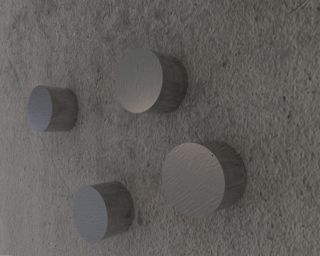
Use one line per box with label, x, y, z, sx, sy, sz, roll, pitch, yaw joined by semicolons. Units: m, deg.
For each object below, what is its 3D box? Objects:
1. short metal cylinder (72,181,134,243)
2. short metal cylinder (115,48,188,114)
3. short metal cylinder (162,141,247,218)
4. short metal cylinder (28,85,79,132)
short metal cylinder;-0.084;0.122;0.459;0.080;0.050;0.080;0;90;40
short metal cylinder;-0.011;-0.058;0.398;0.080;0.050;0.080;0;90;40
short metal cylinder;0.049;0.055;0.348;0.080;0.050;0.080;0;90;40
short metal cylinder;-0.189;-0.033;0.545;0.080;0.050;0.080;0;90;40
